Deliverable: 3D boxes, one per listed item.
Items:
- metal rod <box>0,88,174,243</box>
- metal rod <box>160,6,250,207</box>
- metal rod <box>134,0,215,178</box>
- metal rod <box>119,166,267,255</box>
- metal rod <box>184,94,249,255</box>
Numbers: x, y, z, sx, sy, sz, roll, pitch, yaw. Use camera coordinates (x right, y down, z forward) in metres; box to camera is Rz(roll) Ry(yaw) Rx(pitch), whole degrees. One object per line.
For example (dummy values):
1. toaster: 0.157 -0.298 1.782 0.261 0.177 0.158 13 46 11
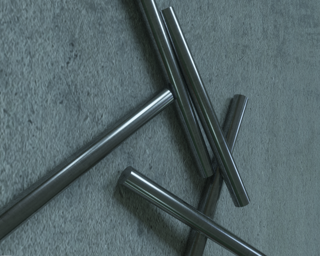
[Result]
1. metal rod: -0.089 0.040 0.330 0.302 0.025 0.025 -41 115 -32
2. metal rod: 0.065 -0.021 0.439 0.025 0.025 0.299 -32 104 -35
3. metal rod: 0.018 -0.065 0.419 0.025 0.025 0.299 -34 111 -35
4. metal rod: 0.068 0.139 0.430 0.301 0.025 0.025 37 67 -23
5. metal rod: 0.085 0.084 0.475 0.025 0.025 0.299 33 70 -35
